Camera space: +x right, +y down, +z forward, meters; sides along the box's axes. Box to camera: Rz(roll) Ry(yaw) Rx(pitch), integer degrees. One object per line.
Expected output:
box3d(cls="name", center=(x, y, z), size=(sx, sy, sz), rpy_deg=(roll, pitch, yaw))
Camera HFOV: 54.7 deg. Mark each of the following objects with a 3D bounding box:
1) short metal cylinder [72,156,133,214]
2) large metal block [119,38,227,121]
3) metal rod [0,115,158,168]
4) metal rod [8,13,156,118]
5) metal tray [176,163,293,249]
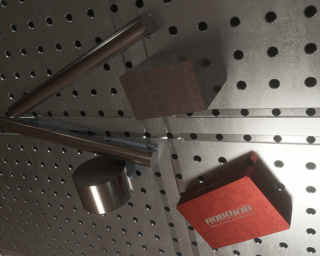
box3d(cls="short metal cylinder", center=(-0.086, 0.083, 0.471), size=(0.080, 0.080, 0.050), rpy_deg=(2, 120, 26))
box3d(cls="large metal block", center=(0.017, -0.053, 0.333), size=(0.080, 0.080, 0.050), rpy_deg=(-7, 115, 31))
box3d(cls="metal rod", center=(-0.146, 0.018, 0.496), size=(0.301, 0.025, 0.025), rpy_deg=(11, 123, 21))
box3d(cls="metal rod", center=(-0.127, -0.073, 0.431), size=(0.300, 0.025, 0.025), rpy_deg=(-21, 107, 35))
box3d(cls="metal tray", center=(0.098, 0.111, 0.425), size=(0.130, 0.030, 0.090), rpy_deg=(-35, 99, 38))
